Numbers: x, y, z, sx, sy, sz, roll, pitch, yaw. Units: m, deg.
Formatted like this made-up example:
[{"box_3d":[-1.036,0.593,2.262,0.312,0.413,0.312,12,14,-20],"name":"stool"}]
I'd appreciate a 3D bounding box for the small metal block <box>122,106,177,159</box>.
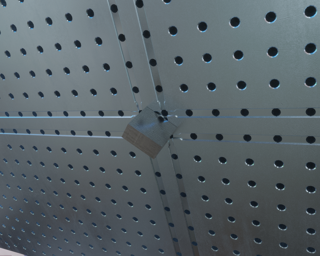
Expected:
[{"box_3d":[-0.013,0.005,0.403,0.050,0.050,0.025,35,129,5],"name":"small metal block"}]
